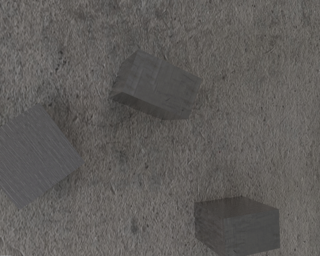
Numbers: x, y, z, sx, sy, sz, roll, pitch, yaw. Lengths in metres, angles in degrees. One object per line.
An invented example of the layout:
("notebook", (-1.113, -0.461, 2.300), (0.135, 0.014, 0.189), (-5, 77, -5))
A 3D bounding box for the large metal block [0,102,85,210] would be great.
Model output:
("large metal block", (-0.143, 0.028, 0.343), (0.080, 0.050, 0.080), (-37, 102, -16))

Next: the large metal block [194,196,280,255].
("large metal block", (0.101, 0.130, 0.417), (0.081, 0.080, 0.050), (-3, 91, -20))

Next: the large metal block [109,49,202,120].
("large metal block", (-0.009, -0.047, 0.376), (0.080, 0.080, 0.050), (22, 83, -19))
